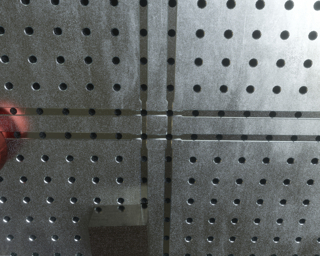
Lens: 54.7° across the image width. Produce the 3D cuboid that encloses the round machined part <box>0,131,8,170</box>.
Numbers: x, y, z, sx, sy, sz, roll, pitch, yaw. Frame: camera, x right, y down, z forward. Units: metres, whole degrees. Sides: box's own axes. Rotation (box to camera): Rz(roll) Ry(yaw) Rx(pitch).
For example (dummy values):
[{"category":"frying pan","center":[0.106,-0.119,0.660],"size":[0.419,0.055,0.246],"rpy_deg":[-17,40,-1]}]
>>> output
[{"category":"round machined part","center":[-0.252,0.024,0.411],"size":[0.099,0.042,0.097],"rpy_deg":[0,110,0]}]

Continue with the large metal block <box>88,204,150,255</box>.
[{"category":"large metal block","center":[-0.057,0.162,0.459],"size":[0.080,0.050,0.079],"rpy_deg":[-2,110,0]}]
